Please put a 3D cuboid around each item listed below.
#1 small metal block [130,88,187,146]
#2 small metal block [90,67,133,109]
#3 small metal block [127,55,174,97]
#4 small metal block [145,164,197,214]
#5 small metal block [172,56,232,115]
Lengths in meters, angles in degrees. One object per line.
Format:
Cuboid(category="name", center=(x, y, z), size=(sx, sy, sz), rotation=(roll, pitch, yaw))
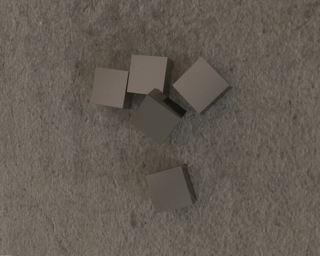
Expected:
Cuboid(category="small metal block", center=(-0.002, -0.014, 0.395), size=(0.050, 0.025, 0.050), rotation=(37, 124, 2))
Cuboid(category="small metal block", center=(-0.065, -0.055, 0.431), size=(0.050, 0.025, 0.050), rotation=(11, 94, 19))
Cuboid(category="small metal block", center=(-0.013, -0.069, 0.413), size=(0.050, 0.025, 0.050), rotation=(9, 93, 19))
Cuboid(category="small metal block", center=(0.015, 0.078, 0.403), size=(0.050, 0.025, 0.050), rotation=(-19, 84, 18))
Cuboid(category="small metal block", center=(0.053, -0.052, 0.390), size=(0.050, 0.025, 0.050), rotation=(-44, 77, 14))
